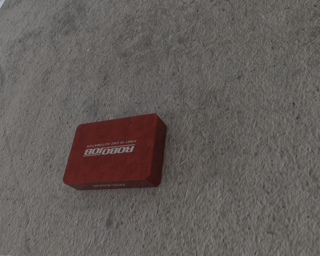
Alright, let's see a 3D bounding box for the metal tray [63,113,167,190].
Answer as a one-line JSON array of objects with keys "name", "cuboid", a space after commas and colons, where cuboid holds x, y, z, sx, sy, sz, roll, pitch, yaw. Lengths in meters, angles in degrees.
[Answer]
[{"name": "metal tray", "cuboid": [-0.060, 0.033, 0.413, 0.130, 0.030, 0.090, -7, 58, 24]}]
